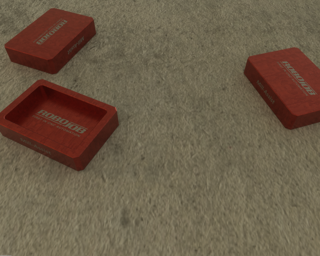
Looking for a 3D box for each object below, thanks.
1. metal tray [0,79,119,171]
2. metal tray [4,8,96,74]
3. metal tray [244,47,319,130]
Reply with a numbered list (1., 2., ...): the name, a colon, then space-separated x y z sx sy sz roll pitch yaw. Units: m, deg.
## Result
1. metal tray: -0.132 -0.008 0.405 0.130 0.030 0.090 21 53 16
2. metal tray: -0.181 -0.151 0.525 0.090 0.030 0.130 18 52 14
3. metal tray: 0.195 -0.063 0.456 0.091 0.030 0.130 -14 51 -12
